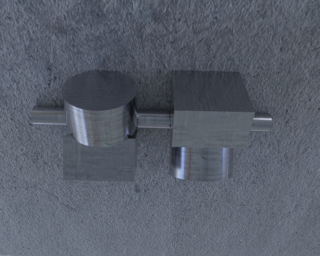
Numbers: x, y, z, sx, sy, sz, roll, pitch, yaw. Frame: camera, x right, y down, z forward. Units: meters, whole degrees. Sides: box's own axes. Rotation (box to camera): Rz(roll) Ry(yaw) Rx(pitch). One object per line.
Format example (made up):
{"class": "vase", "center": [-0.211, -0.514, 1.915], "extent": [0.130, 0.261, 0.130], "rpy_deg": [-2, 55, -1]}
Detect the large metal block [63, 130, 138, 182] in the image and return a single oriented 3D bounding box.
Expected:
{"class": "large metal block", "center": [-0.070, 0.031, 0.391], "extent": [0.081, 0.080, 0.050], "rpy_deg": [2, 96, -2]}

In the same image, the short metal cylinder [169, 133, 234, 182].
{"class": "short metal cylinder", "center": [0.052, 0.033, 0.393], "extent": [0.081, 0.080, 0.050], "rpy_deg": [1, 95, -1]}

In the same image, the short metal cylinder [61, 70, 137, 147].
{"class": "short metal cylinder", "center": [-0.066, -0.024, 0.351], "extent": [0.081, 0.080, 0.050], "rpy_deg": [3, 130, -3]}

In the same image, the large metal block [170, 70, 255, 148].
{"class": "large metal block", "center": [0.054, -0.023, 0.353], "extent": [0.081, 0.080, 0.050], "rpy_deg": [1, 130, -1]}

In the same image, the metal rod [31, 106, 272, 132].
{"class": "metal rod", "center": [-0.009, -0.012, 0.401], "extent": [0.302, 0.025, 0.025], "rpy_deg": [2, 130, -2]}
